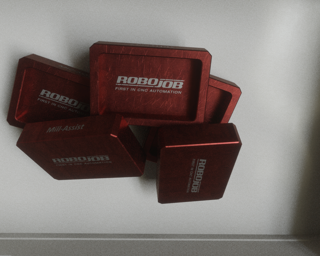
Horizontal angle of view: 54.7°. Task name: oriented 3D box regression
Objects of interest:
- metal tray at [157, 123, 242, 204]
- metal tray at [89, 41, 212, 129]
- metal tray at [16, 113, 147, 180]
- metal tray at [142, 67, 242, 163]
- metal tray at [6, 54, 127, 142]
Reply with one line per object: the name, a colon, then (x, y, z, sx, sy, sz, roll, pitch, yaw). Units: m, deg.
metal tray: (0.043, 0.049, 0.391, 0.091, 0.030, 0.129, -3, 139, -5)
metal tray: (-0.012, -0.049, 0.356, 0.131, 0.030, 0.089, 3, 110, -2)
metal tray: (-0.093, 0.028, 0.379, 0.130, 0.030, 0.090, -5, 141, 18)
metal tray: (0.037, -0.009, 0.404, 0.091, 0.030, 0.129, 18, 109, -7)
metal tray: (-0.116, -0.029, 0.393, 0.131, 0.030, 0.089, 18, 109, -7)
